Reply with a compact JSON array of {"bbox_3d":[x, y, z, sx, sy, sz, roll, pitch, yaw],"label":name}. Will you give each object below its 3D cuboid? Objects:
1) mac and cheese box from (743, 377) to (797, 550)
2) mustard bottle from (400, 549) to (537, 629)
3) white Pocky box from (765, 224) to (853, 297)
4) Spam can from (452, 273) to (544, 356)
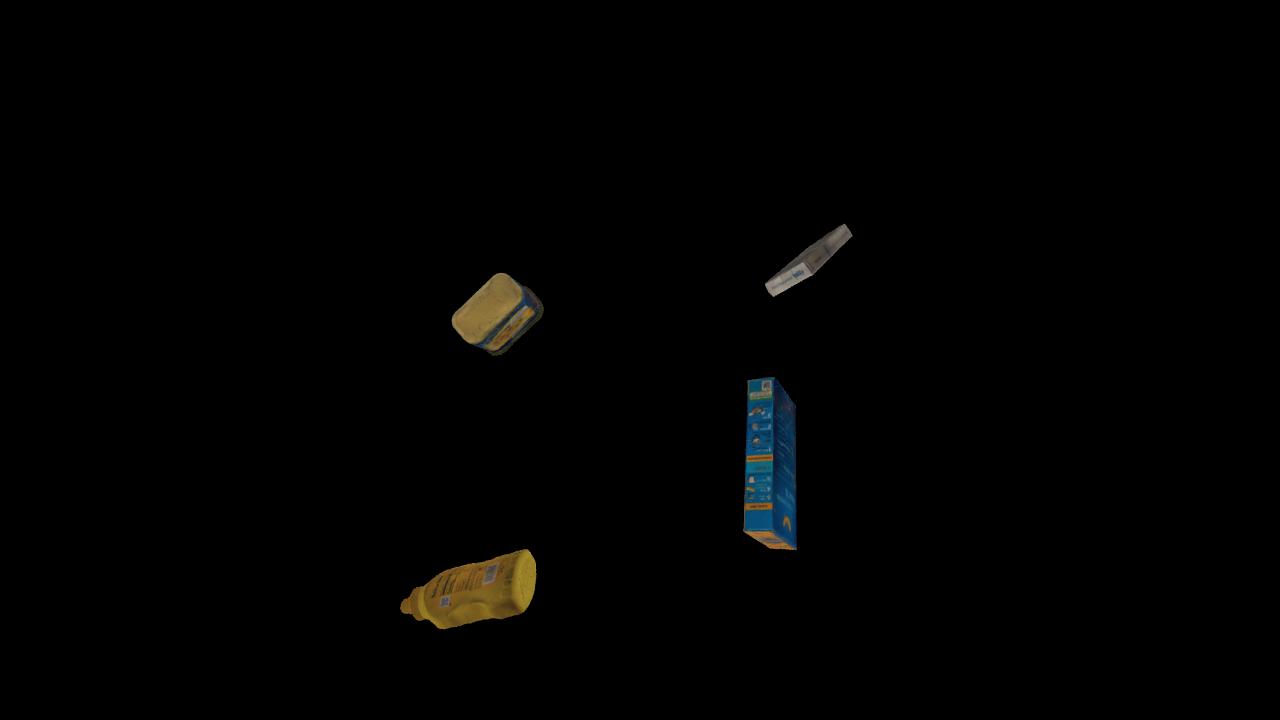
[{"bbox_3d":[0.158,0.123,0.735,0.041,0.184,0.093,-8,-31,28],"label":"mac and cheese box"},{"bbox_3d":[-0.232,0.307,0.811,0.184,0.054,0.092,-16,31,11],"label":"mustard bottle"},{"bbox_3d":[0.263,-0.156,0.955,0.154,0.028,0.084,-39,5,-39],"label":"white Pocky box"},{"bbox_3d":[-0.185,-0.059,0.804,0.101,0.058,0.085,-44,-10,0],"label":"Spam can"}]
